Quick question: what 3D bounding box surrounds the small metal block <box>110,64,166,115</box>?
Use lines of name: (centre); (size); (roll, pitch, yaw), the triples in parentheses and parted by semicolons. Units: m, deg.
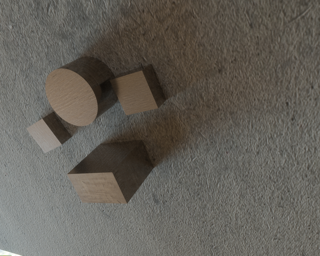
small metal block: (-0.027, -0.048, 0.390); (0.050, 0.025, 0.050); (-10, 113, 32)

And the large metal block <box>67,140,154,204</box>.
large metal block: (-0.068, 0.062, 0.444); (0.080, 0.080, 0.050); (-7, 115, 31)

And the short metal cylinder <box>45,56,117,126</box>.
short metal cylinder: (-0.103, -0.049, 0.413); (0.080, 0.050, 0.079); (13, 124, 20)

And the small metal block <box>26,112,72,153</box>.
small metal block: (-0.181, 0.008, 0.504); (0.050, 0.025, 0.050); (-23, 106, 36)
